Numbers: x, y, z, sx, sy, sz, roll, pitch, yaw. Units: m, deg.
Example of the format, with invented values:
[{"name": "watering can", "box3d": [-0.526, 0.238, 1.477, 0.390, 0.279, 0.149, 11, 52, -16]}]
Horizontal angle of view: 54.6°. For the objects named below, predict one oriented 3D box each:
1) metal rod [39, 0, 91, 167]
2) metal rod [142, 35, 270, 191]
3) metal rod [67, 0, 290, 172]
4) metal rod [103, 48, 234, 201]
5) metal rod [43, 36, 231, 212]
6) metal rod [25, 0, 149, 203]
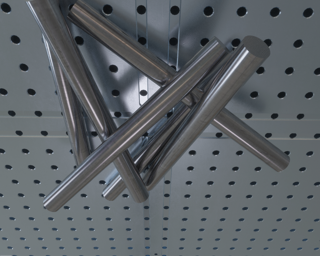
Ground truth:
[{"name": "metal rod", "box3d": [-0.111, -0.044, 0.373, 0.025, 0.025, 0.298, 0, 130, 0]}, {"name": "metal rod", "box3d": [0.029, 0.011, 0.368, 0.025, 0.025, 0.298, 15, 145, -13]}, {"name": "metal rod", "box3d": [0.034, -0.037, 0.350, 0.301, 0.025, 0.025, 34, 122, -15]}, {"name": "metal rod", "box3d": [0.004, 0.013, 0.422, 0.025, 0.025, 0.299, 28, 125, -22]}, {"name": "metal rod", "box3d": [-0.043, 0.012, 0.355, 0.025, 0.025, 0.299, 36, 117, -26]}, {"name": "metal rod", "box3d": [-0.069, -0.008, 0.369, 0.025, 0.025, 0.299, -12, 129, 10]}]
